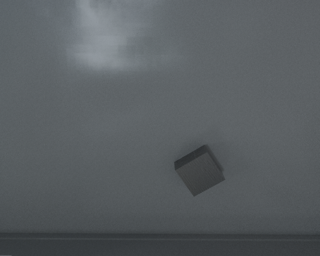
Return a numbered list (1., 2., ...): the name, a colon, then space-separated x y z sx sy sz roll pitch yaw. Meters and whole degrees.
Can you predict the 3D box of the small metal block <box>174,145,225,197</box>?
1. small metal block: 0.055 0.060 0.434 0.050 0.025 0.050 -31 108 10
